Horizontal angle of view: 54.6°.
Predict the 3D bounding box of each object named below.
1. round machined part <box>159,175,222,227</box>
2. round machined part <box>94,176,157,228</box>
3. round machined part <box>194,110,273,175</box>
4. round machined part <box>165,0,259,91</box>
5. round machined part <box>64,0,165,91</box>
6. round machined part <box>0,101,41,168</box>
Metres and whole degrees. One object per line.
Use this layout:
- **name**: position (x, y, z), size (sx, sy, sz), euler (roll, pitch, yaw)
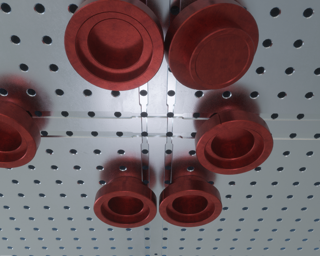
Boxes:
- **round machined part**: position (0.047, 0.114, 0.497), size (0.099, 0.042, 0.097), euler (0, 130, 0)
- **round machined part**: position (-0.054, 0.116, 0.498), size (0.099, 0.042, 0.097), euler (0, 130, 0)
- **round machined part**: position (0.095, 0.014, 0.413), size (0.099, 0.042, 0.097), euler (0, 130, 0)
- **round machined part**: position (0.057, -0.079, 0.319), size (0.099, 0.042, 0.097), euler (-10, 133, -10)
- **round machined part**: position (-0.045, -0.091, 0.323), size (0.099, 0.042, 0.097), euler (0, 130, 0)
- **round machined part**: position (-0.205, 0.004, 0.402), size (0.099, 0.042, 0.097), euler (0, 130, 0)
